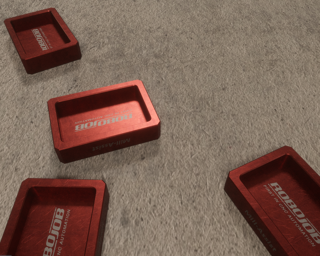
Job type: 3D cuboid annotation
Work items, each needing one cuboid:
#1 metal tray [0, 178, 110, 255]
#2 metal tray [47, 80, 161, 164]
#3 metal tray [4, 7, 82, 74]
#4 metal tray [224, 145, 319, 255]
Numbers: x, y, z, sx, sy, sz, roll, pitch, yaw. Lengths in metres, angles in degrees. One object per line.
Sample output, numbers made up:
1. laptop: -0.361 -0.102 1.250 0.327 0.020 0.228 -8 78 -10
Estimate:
1. metal tray: -0.104 0.113 0.303 0.091 0.030 0.130 2 50 1
2. metal tray: -0.074 -0.012 0.409 0.131 0.030 0.090 -14 52 -13
3. metal tray: -0.200 -0.151 0.524 0.091 0.030 0.130 -24 54 -19
4. metal tray: 0.142 0.088 0.327 0.091 0.030 0.130 -21 53 -17
